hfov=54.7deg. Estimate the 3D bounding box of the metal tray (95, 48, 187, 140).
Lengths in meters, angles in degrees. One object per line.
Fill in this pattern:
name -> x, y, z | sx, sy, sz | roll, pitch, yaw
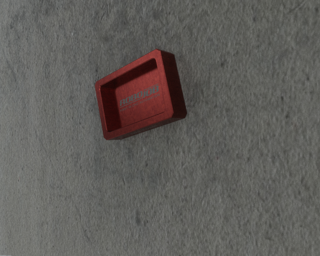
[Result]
metal tray -> -0.031, -0.041, 0.425 | 0.130, 0.030, 0.090 | -19, 78, 38
